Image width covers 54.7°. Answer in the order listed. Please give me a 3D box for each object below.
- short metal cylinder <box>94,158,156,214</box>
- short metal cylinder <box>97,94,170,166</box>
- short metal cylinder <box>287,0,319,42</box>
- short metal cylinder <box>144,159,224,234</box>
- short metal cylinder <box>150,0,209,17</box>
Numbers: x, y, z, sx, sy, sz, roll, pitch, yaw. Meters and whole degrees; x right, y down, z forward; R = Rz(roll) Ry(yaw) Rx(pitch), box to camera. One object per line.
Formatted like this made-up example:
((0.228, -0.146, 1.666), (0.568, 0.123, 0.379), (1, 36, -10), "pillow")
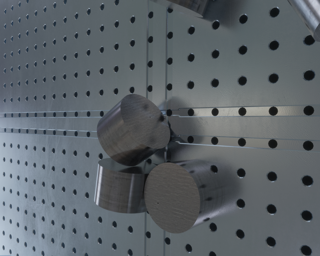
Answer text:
((-0.044, 0.073, 0.410), (0.080, 0.081, 0.050), (13, 99, 39), "short metal cylinder")
((-0.033, 0.003, 0.401), (0.050, 0.081, 0.080), (-37, 68, 34), "short metal cylinder")
((0.150, -0.116, 0.250), (0.080, 0.081, 0.050), (-36, 68, 34), "short metal cylinder")
((0.028, 0.079, 0.370), (0.080, 0.050, 0.079), (0, 90, 40), "short metal cylinder")
((0.021, -0.166, 0.356), (0.080, 0.081, 0.050), (31, 110, 35), "short metal cylinder")
